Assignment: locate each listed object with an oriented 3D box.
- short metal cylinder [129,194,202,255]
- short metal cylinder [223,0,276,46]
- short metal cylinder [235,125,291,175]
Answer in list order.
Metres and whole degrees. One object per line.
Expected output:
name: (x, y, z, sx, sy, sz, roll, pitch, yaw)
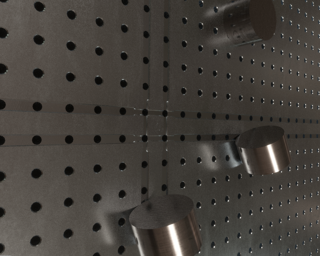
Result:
short metal cylinder: (0.007, 0.123, 0.382, 0.081, 0.080, 0.050, -24, 105, -38)
short metal cylinder: (0.153, -0.183, 0.524, 0.081, 0.050, 0.079, 0, 90, -40)
short metal cylinder: (0.174, 0.036, 0.522, 0.081, 0.080, 0.050, -34, 112, -35)
